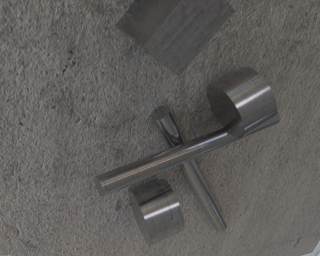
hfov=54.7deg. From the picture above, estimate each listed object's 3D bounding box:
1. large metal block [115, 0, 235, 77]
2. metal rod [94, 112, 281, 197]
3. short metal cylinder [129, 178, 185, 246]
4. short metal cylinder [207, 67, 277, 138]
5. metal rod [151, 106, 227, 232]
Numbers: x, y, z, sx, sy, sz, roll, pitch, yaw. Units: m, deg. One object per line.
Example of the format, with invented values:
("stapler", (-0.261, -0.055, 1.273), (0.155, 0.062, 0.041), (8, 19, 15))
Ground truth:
("large metal block", (0.011, -0.110, 0.310), (0.080, 0.080, 0.050), (-50, 129, 7))
("metal rod", (0.057, 0.024, 0.423), (0.302, 0.025, 0.025), (-19, 126, -29))
("short metal cylinder", (-0.006, 0.118, 0.441), (0.050, 0.080, 0.079), (-19, 126, -18))
("short metal cylinder", (0.106, -0.033, 0.409), (0.050, 0.080, 0.080), (-30, 129, -9))
("metal rod", (0.057, 0.083, 0.489), (0.025, 0.025, 0.299), (-34, 129, -6))
